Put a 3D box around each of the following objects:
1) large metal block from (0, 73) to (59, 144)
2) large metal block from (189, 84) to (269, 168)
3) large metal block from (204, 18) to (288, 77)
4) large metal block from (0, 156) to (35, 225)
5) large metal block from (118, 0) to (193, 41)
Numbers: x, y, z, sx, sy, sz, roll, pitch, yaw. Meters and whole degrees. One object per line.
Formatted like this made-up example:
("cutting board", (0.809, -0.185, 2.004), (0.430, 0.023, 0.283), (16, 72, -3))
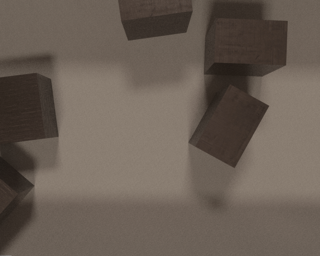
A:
("large metal block", (-0.183, -0.022, 0.397), (0.081, 0.050, 0.080), (-7, 90, -1))
("large metal block", (0.080, -0.002, 0.385), (0.050, 0.080, 0.080), (29, 90, -1))
("large metal block", (0.102, -0.097, 0.385), (0.081, 0.080, 0.050), (2, 90, -1))
("large metal block", (-0.227, 0.083, 0.396), (0.080, 0.050, 0.080), (41, 90, -1))
("large metal block", (-0.007, -0.149, 0.384), (0.081, 0.080, 0.050), (-8, 90, 0))
